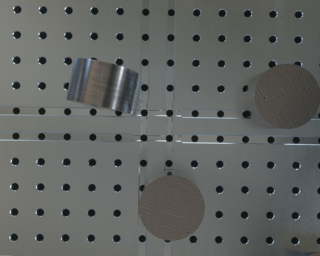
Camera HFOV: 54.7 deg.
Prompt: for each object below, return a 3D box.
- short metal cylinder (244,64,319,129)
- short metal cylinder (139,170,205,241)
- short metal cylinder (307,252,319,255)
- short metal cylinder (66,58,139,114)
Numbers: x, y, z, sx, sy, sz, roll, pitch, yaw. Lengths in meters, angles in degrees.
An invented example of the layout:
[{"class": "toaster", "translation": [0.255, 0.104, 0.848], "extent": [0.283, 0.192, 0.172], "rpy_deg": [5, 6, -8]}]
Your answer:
[{"class": "short metal cylinder", "translation": [0.155, -0.039, 0.402], "extent": [0.081, 0.050, 0.079], "rpy_deg": [0, 90, 0]}, {"class": "short metal cylinder", "translation": [0.014, 0.097, 0.401], "extent": [0.081, 0.050, 0.079], "rpy_deg": [0, 90, 0]}, {"class": "short metal cylinder", "translation": [0.226, 0.196, 0.388], "extent": [0.080, 0.080, 0.050], "rpy_deg": [-9, 90, 0]}, {"class": "short metal cylinder", "translation": [-0.071, -0.051, 0.385], "extent": [0.080, 0.080, 0.050], "rpy_deg": [12, 90, 0]}]
